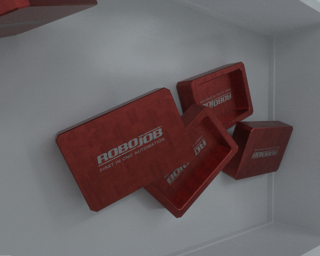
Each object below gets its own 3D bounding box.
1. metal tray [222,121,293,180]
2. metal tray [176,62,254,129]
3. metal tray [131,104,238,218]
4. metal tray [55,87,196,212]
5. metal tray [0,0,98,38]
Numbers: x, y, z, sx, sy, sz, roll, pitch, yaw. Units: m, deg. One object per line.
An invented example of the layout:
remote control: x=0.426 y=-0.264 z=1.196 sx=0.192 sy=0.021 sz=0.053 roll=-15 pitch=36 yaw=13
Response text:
metal tray: x=0.169 y=0.035 z=0.528 sx=0.131 sy=0.030 sz=0.089 roll=-2 pitch=113 yaw=-40
metal tray: x=0.090 y=-0.044 z=0.481 sx=0.131 sy=0.030 sz=0.089 roll=-25 pitch=106 yaw=-37
metal tray: x=0.036 y=0.043 z=0.412 sx=0.130 sy=0.030 sz=0.090 roll=-47 pitch=120 yaw=-11
metal tray: x=-0.035 y=0.020 z=0.342 sx=0.131 sy=0.030 sz=0.090 roll=-26 pitch=102 yaw=-16
metal tray: x=-0.111 y=-0.092 z=0.231 sx=0.130 sy=0.090 sz=0.030 roll=-72 pitch=145 yaw=-67
